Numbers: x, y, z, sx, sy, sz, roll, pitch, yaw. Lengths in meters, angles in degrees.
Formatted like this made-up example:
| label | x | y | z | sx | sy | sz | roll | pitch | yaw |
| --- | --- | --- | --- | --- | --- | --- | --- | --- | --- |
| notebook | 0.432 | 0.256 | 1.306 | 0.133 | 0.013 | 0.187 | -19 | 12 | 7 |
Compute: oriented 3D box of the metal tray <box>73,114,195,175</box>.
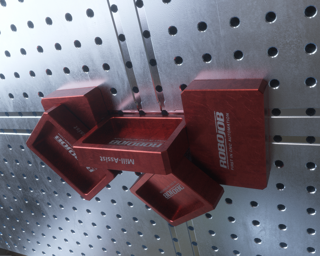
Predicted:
| label | x | y | z | sx | sy | sz | roll | pitch | yaw |
| --- | --- | --- | --- | --- | --- | --- | --- | --- | --- |
| metal tray | -0.031 | 0.016 | 0.393 | 0.130 | 0.090 | 0.030 | 2 | 119 | 27 |

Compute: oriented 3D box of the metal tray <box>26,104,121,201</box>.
| label | x | y | z | sx | sy | sz | roll | pitch | yaw |
| --- | --- | --- | --- | --- | --- | --- | --- | --- | --- |
| metal tray | -0.126 | 0.038 | 0.455 | 0.130 | 0.030 | 0.090 | 44 | 128 | -3 |

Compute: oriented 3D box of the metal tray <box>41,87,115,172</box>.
| label | x | y | z | sx | sy | sz | roll | pitch | yaw |
| --- | --- | --- | --- | --- | --- | --- | --- | --- | --- |
| metal tray | -0.115 | 0.006 | 0.470 | 0.090 | 0.030 | 0.129 | -1 | 119 | 28 |

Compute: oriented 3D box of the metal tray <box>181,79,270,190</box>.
| label | x | y | z | sx | sy | sz | roll | pitch | yaw |
| --- | --- | --- | --- | --- | --- | --- | --- | --- | --- |
| metal tray | 0.081 | 0.009 | 0.369 | 0.090 | 0.030 | 0.129 | 3 | 120 | 26 |

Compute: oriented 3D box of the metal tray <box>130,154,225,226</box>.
| label | x | y | z | sx | sy | sz | roll | pitch | yaw |
| --- | --- | --- | --- | --- | --- | --- | --- | --- | --- |
| metal tray | 0.017 | 0.086 | 0.427 | 0.090 | 0.030 | 0.129 | 39 | 146 | 0 |
